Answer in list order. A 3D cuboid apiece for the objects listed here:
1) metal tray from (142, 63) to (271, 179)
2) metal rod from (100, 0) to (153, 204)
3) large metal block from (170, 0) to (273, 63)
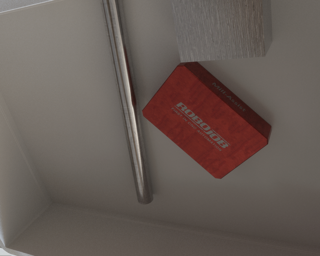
[{"bbox_3d":[0.053,-0.009,0.371,0.130,0.030,0.090,41,129,-1],"label":"metal tray"},{"bbox_3d":[-0.039,-0.018,0.416,0.025,0.025,0.298,7,122,24],"label":"metal rod"},{"bbox_3d":[0.059,-0.111,0.292,0.080,0.050,0.079,2,119,27],"label":"large metal block"}]
